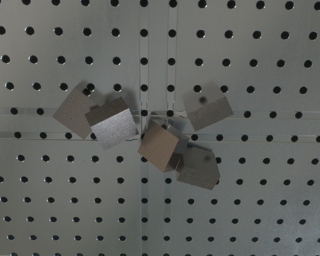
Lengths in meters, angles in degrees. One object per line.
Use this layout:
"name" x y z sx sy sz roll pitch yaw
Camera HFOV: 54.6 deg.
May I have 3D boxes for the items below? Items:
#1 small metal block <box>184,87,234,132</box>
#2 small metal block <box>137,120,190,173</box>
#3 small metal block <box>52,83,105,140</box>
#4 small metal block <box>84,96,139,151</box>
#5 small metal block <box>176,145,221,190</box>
"small metal block" 0.060 -0.025 0.391 0.050 0.050 0.025 -25 108 9
"small metal block" 0.004 0.023 0.407 0.050 0.025 0.050 35 112 32
"small metal block" -0.102 -0.021 0.405 0.050 0.025 0.050 38 106 -13
"small metal block" -0.060 -0.005 0.392 0.050 0.025 0.050 -27 140 -9
"small metal block" 0.048 0.051 0.415 0.050 0.050 0.025 17 121 -12
